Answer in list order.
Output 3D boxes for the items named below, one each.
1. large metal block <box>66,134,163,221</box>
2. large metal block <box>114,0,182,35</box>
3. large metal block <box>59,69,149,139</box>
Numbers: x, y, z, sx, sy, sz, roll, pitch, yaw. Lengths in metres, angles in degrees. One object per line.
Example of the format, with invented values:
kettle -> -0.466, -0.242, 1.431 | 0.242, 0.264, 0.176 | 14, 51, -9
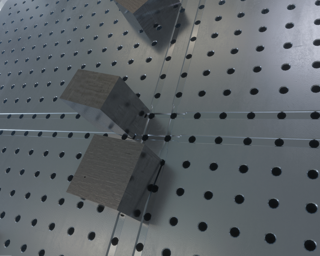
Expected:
large metal block -> -0.055, 0.060, 0.386 | 0.080, 0.050, 0.080 | 9, 66, 32
large metal block -> -0.024, -0.221, 0.542 | 0.080, 0.050, 0.080 | -42, 51, 0
large metal block -> -0.076, -0.034, 0.435 | 0.080, 0.080, 0.050 | 16, 70, 34
